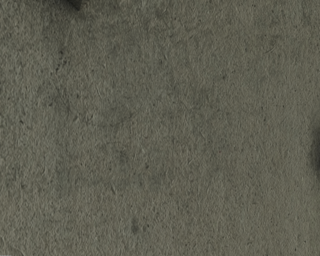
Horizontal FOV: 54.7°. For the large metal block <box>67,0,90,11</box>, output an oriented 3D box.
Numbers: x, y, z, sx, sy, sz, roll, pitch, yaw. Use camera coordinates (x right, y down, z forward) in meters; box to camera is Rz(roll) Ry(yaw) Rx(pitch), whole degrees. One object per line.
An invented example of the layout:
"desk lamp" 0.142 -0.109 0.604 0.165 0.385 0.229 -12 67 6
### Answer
"large metal block" -0.098 -0.201 0.359 0.080 0.050 0.080 41 77 -16
